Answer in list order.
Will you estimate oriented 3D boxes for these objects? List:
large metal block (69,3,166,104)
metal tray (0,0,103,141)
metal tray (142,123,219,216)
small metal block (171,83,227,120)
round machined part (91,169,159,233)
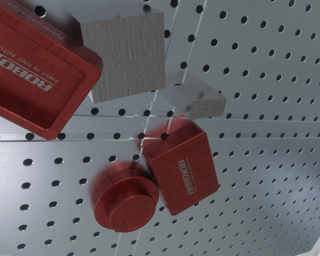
[{"bbox_3d":[-0.042,-0.079,0.323,0.081,0.050,0.079,-15,125,-20],"label":"large metal block"},{"bbox_3d":[-0.128,-0.055,0.268,0.130,0.030,0.090,32,115,-22],"label":"metal tray"},{"bbox_3d":[0.035,0.066,0.468,0.090,0.030,0.129,-28,128,-11],"label":"metal tray"},{"bbox_3d":[0.049,-0.036,0.400,0.050,0.050,0.025,-8,122,-25],"label":"small metal block"},{"bbox_3d":[-0.045,0.110,0.444,0.099,0.042,0.097,-14,124,-21],"label":"round machined part"}]
